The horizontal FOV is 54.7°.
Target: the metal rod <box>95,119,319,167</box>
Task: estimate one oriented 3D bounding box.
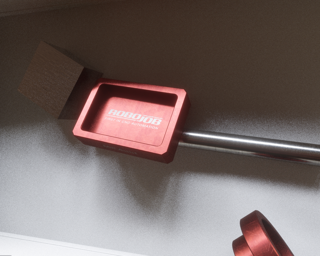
[{"bbox_3d":[0.044,0.014,0.394,0.301,0.025,0.025,7,93,19],"label":"metal rod"}]

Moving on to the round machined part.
[{"bbox_3d":[0.114,0.142,0.330,0.042,0.098,0.098,-38,78,13],"label":"round machined part"}]

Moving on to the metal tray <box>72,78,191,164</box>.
[{"bbox_3d":[-0.036,-0.013,0.397,0.130,0.030,0.090,11,67,21],"label":"metal tray"}]

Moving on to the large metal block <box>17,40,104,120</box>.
[{"bbox_3d":[-0.143,-0.067,0.446,0.080,0.050,0.080,33,100,16],"label":"large metal block"}]
